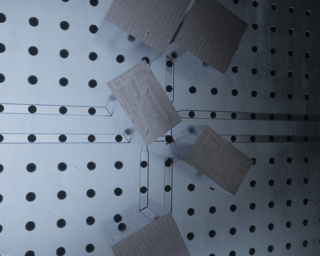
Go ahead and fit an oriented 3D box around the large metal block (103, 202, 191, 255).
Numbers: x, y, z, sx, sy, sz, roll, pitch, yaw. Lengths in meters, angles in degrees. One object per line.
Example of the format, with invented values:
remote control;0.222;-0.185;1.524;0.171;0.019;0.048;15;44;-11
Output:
large metal block;-0.014;0.154;0.394;0.080;0.050;0.080;-26;99;-18

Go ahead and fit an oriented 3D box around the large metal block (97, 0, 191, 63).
large metal block;-0.021;-0.141;0.391;0.080;0.050;0.080;29;81;-18

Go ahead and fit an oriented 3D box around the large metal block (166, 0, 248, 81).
large metal block;0.059;-0.122;0.421;0.080;0.050;0.080;29;81;-18

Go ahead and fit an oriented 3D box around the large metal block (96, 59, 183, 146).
large metal block;-0.029;-0.027;0.373;0.050;0.080;0.080;-36;102;-16

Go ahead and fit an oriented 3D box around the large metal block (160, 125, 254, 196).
large metal block;0.058;0.039;0.405;0.080;0.080;0.050;36;79;-17
